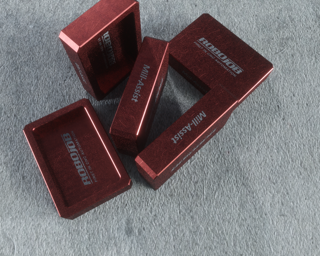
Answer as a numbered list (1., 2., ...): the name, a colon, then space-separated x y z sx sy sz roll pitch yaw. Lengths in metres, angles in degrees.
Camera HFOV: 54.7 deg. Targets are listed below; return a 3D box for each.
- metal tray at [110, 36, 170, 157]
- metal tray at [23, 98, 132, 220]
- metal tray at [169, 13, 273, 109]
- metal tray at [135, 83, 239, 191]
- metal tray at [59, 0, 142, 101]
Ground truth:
1. metal tray: -0.021 -0.035 0.387 0.030 0.090 0.130 16 71 5
2. metal tray: -0.103 0.037 0.392 0.090 0.030 0.130 -27 73 -10
3. metal tray: 0.081 -0.094 0.442 0.090 0.030 0.130 -43 76 -14
4. metal tray: 0.031 0.014 0.370 0.130 0.090 0.030 -42 76 -14
5. metal tray: -0.065 -0.097 0.388 0.030 0.130 0.090 42 75 13
